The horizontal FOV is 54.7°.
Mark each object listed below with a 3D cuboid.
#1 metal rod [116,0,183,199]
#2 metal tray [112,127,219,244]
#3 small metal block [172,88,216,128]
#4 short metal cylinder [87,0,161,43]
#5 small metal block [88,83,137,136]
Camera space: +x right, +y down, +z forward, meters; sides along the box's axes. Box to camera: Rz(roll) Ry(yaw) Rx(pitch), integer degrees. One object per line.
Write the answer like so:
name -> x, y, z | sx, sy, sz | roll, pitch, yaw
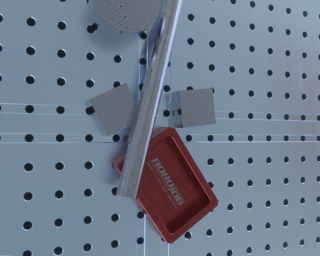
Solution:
metal rod -> -0.006, -0.062, 0.391 | 0.025, 0.025, 0.299 | 17, 77, -20
metal tray -> 0.009, 0.074, 0.414 | 0.090, 0.030, 0.130 | -35, 102, -17
small metal block -> 0.047, -0.028, 0.431 | 0.050, 0.025, 0.050 | -7, 93, -20
short metal cylinder -> -0.046, -0.151, 0.383 | 0.081, 0.050, 0.079 | 0, 90, -21
small metal block -> -0.057, -0.023, 0.392 | 0.050, 0.025, 0.050 | -28, 100, -18
